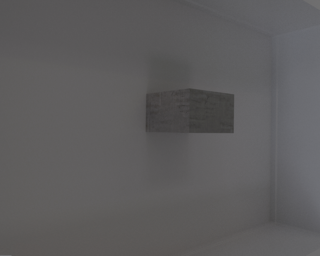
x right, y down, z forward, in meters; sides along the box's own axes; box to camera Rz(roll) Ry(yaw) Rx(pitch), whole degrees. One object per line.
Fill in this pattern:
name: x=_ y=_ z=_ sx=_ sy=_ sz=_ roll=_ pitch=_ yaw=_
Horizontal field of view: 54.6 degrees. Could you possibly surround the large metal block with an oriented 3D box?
large metal block: x=0.038 y=-0.019 z=0.402 sx=0.081 sy=0.080 sz=0.050 roll=1 pitch=90 yaw=-40
